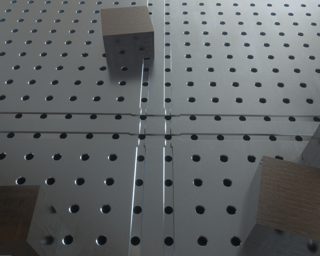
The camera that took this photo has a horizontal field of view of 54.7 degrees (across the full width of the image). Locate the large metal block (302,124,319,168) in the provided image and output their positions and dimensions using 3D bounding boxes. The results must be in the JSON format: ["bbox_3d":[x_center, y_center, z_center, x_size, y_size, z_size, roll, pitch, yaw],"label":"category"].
[{"bbox_3d":[0.220,0.030,0.350,0.080,0.080,0.050,5,50,3],"label":"large metal block"}]

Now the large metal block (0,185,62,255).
[{"bbox_3d":[-0.146,0.096,0.289,0.081,0.080,0.050,-1,50,-1],"label":"large metal block"}]

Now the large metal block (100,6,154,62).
[{"bbox_3d":[-0.056,-0.161,0.526,0.081,0.050,0.080,-7,51,-7],"label":"large metal block"}]

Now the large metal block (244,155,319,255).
[{"bbox_3d":[0.139,0.084,0.323,0.080,0.050,0.080,13,51,10],"label":"large metal block"}]
